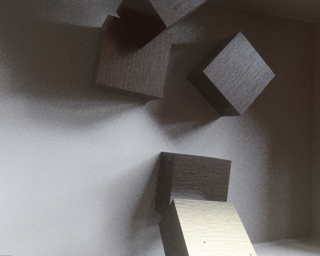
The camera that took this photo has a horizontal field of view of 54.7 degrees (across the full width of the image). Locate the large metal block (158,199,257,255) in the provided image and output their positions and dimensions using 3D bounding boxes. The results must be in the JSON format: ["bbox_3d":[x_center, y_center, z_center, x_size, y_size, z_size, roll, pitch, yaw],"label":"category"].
[{"bbox_3d":[0.051,0.130,0.348,0.081,0.080,0.050,9,127,-21],"label":"large metal block"}]

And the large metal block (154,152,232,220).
[{"bbox_3d":[0.043,0.077,0.415,0.081,0.050,0.080,8,87,-20],"label":"large metal block"}]

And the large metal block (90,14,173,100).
[{"bbox_3d":[-0.037,-0.082,0.384,0.081,0.050,0.080,11,86,-20],"label":"large metal block"}]

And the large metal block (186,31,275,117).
[{"bbox_3d":[0.099,-0.073,0.435,0.080,0.050,0.080,46,76,-15],"label":"large metal block"}]

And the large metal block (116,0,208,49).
[{"bbox_3d":[0.008,-0.137,0.332,0.080,0.080,0.050,-39,103,-17],"label":"large metal block"}]
